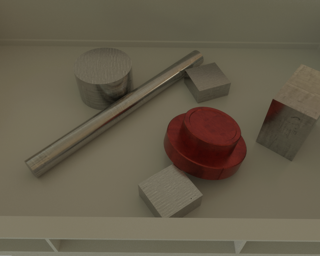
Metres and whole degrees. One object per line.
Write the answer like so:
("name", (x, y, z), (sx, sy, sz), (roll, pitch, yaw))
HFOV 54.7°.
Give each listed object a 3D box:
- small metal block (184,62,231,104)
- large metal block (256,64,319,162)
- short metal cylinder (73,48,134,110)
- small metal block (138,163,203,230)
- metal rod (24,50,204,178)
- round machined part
("small metal block", (0.070, -0.068, 0.463), (0.050, 0.025, 0.050), (-16, 52, -14))
("large metal block", (0.171, -0.019, 0.388), (0.050, 0.080, 0.080), (32, 57, 23))
("short metal cylinder", (-0.080, -0.072, 0.448), (0.081, 0.050, 0.080), (0, 50, 0))
("small metal block", (0.011, 0.074, 0.343), (0.050, 0.025, 0.050), (-28, 56, -22))
("metal rod", (-0.045, -0.033, 0.432), (0.025, 0.025, 0.302), (37, 59, 27))
("round machined part", (0.057, 0.011, 0.370), (0.099, 0.042, 0.098), (10, 40, -8))
